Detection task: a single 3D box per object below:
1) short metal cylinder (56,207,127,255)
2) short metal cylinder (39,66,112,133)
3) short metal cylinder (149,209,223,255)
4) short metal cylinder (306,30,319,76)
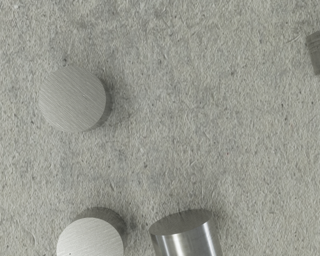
[{"bbox_3d":[-0.084,0.147,0.397,0.081,0.050,0.080,0,90,0],"label":"short metal cylinder"},{"bbox_3d":[-0.105,-0.034,0.396,0.081,0.050,0.080,0,90,0],"label":"short metal cylinder"},{"bbox_3d":[0.032,0.139,0.383,0.080,0.080,0.050,-15,90,0],"label":"short metal cylinder"},{"bbox_3d":[0.230,-0.100,0.384,0.080,0.080,0.050,-14,90,0],"label":"short metal cylinder"}]
